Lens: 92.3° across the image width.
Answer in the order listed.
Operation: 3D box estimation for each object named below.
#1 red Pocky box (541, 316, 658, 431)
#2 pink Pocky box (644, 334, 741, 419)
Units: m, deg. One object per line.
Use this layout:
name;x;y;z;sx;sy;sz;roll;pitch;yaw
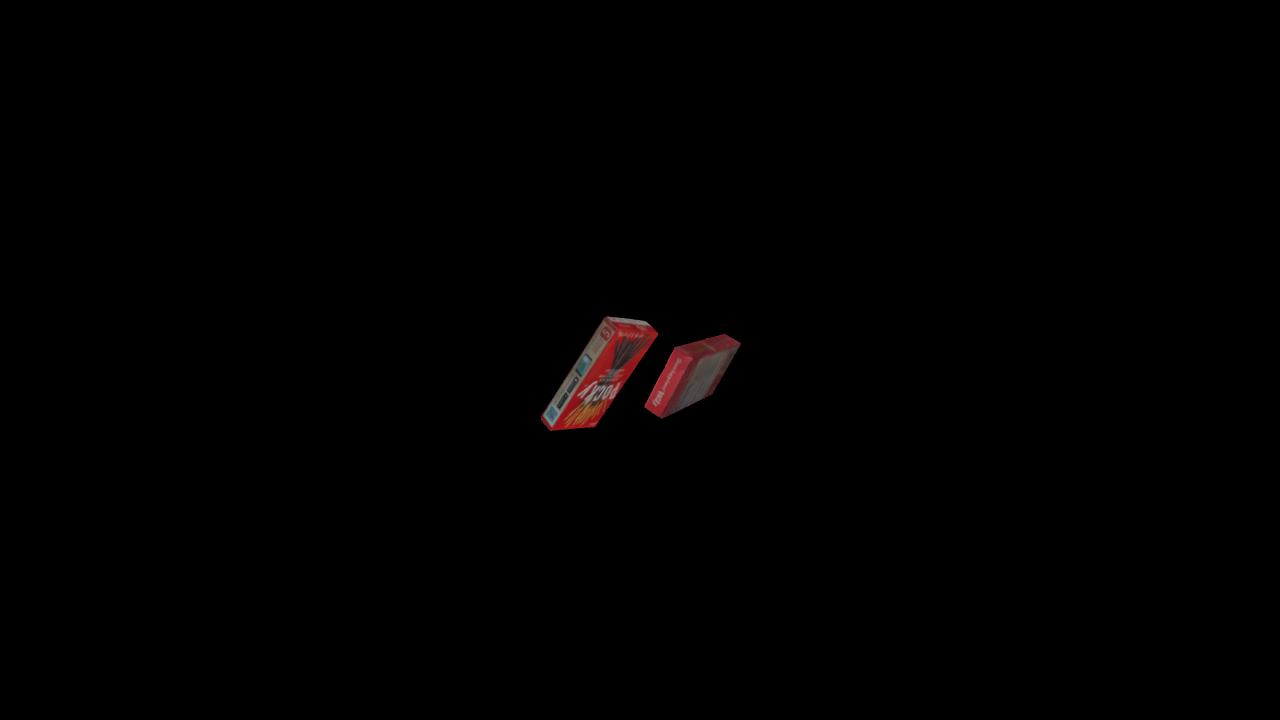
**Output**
red Pocky box;-0.047;0.019;0.724;0.028;0.155;0.083;46;24;27
pink Pocky box;0.067;0.016;0.748;0.029;0.084;0.155;35;23;20
